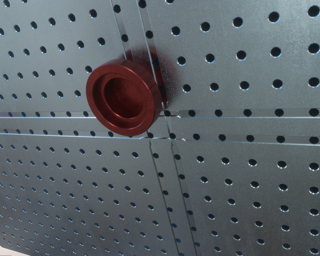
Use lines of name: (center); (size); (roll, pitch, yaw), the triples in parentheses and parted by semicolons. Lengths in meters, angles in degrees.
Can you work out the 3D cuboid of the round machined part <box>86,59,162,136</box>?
round machined part: (-0.042, -0.042, 0.397); (0.098, 0.042, 0.097); (13, 124, 21)
